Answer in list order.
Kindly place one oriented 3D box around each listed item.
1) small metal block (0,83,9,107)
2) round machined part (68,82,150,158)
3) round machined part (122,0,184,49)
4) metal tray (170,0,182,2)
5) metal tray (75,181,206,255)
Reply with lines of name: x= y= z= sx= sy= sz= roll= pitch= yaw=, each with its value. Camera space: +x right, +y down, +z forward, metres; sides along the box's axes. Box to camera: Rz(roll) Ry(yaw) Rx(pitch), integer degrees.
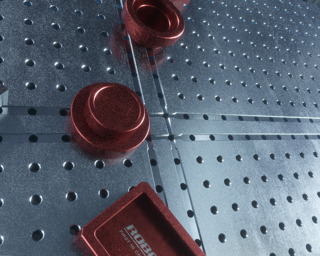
small metal block: x=-0.198 y=-0.035 z=0.323 sx=0.050 sy=0.025 sz=0.050 roll=39 pitch=51 yaw=-2
round machined part: x=-0.057 y=-0.016 z=0.376 sx=0.099 sy=0.042 sz=0.098 roll=13 pitch=56 yaw=-21
round machined part: x=-0.014 y=-0.165 z=0.490 sx=0.099 sy=0.042 sz=0.098 roll=14 pitch=56 yaw=-21
metal tray: x=0.003 y=-0.300 z=0.589 sx=0.091 sy=0.030 sz=0.130 roll=-30 pitch=78 yaw=-38
metal tray: x=-0.011 y=0.132 z=0.317 sx=0.091 sy=0.030 sz=0.130 roll=-34 pitch=81 yaw=-38
